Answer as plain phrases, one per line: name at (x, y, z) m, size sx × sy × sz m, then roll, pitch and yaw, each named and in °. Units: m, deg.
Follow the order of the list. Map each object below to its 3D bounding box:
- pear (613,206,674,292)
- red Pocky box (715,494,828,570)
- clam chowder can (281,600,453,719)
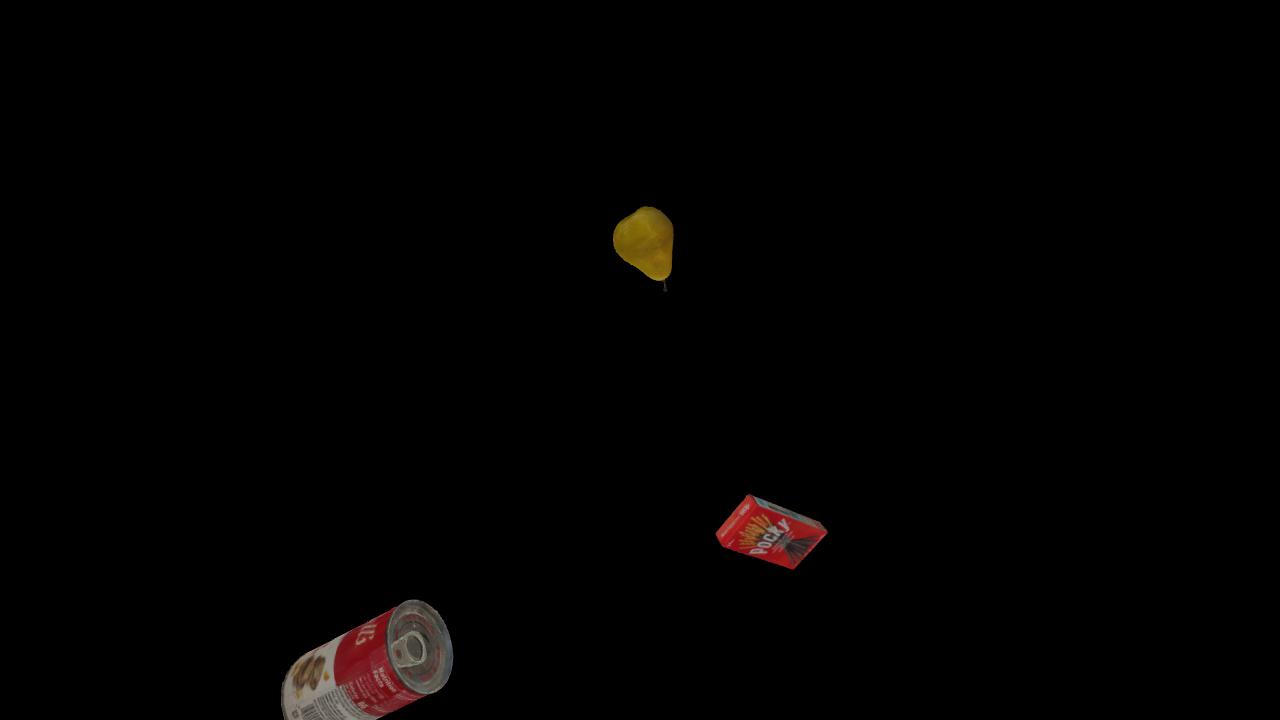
pear at (0.017, -0.140, 0.795) m, size 0.080 × 0.111 × 0.080 m, roll -33°, pitch 16°, yaw 10°
red Pocky box at (0.190, 0.250, 0.883) m, size 0.155 × 0.083 × 0.028 m, roll 26°, pitch 20°, yaw -29°
clam chowder can at (-0.202, 0.232, 0.457) m, size 0.102 × 0.068 × 0.068 m, roll -30°, pitch -6°, yaw 10°
